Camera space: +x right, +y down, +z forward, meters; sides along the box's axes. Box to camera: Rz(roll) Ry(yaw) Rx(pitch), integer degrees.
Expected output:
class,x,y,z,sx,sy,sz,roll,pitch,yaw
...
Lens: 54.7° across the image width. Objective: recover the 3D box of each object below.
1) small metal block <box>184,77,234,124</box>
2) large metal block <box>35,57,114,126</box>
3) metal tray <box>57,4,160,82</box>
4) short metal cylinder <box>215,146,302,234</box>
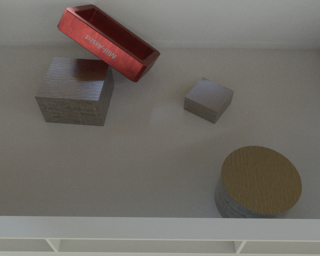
class,x,y,z,sx,sy,sz,roll,pitch,yaw
small metal block,0.069,-0.040,0.439,0.050,0.025,0.050,28,55,21
large metal block,-0.113,-0.051,0.430,0.080,0.050,0.080,4,50,3
metal tray,-0.069,-0.126,0.451,0.130,0.030,0.090,35,28,-4
short metal cylinder,0.103,0.066,0.335,0.081,0.050,0.080,0,50,0
